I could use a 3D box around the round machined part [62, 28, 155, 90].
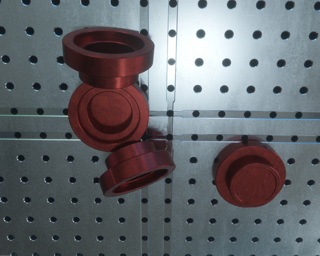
[{"bbox_3d":[-0.057,-0.077,0.347,0.099,0.098,0.042,6,124,-2],"label":"round machined part"}]

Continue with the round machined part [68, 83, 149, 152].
[{"bbox_3d":[-0.063,-0.022,0.396,0.099,0.042,0.097,0,110,0],"label":"round machined part"}]

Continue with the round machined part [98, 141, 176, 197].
[{"bbox_3d":[-0.033,0.051,0.403,0.098,0.098,0.042,-27,71,9],"label":"round machined part"}]

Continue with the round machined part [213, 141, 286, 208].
[{"bbox_3d":[0.126,0.070,0.431,0.099,0.042,0.097,0,110,0],"label":"round machined part"}]
